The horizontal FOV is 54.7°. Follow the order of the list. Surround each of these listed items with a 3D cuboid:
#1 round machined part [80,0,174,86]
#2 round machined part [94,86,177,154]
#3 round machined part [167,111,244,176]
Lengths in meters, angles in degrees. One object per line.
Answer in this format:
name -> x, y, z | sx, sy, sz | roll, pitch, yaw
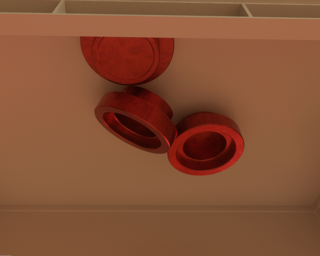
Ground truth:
round machined part -> -0.034, -0.085, 0.325 | 0.099, 0.042, 0.097 | 0, 130, 0
round machined part -> -0.024, -0.013, 0.367 | 0.098, 0.042, 0.098 | 23, 157, 11
round machined part -> 0.057, 0.017, 0.410 | 0.099, 0.042, 0.097 | -3, 133, -3
